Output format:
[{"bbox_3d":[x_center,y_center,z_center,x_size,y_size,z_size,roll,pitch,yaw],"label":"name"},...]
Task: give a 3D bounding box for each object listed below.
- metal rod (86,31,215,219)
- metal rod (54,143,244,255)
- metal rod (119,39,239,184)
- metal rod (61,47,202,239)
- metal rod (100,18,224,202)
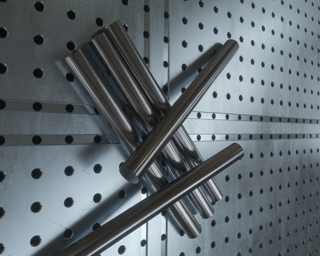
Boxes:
[{"bbox_3d":[0.000,0.013,0.411,0.025,0.025,0.299,-47,118,-30],"label":"metal rod"},{"bbox_3d":[-0.006,0.093,0.379,0.302,0.025,0.025,-27,108,-28],"label":"metal rod"},{"bbox_3d":[0.043,-0.042,0.421,0.301,0.025,0.025,-51,121,-37],"label":"metal rod"},{"bbox_3d":[-0.022,0.036,0.392,0.025,0.025,0.299,-47,118,-30],"label":"metal rod"},{"bbox_3d":[0.015,-0.007,0.423,0.025,0.025,0.299,-48,119,-29],"label":"metal rod"}]
